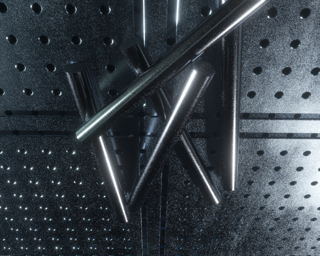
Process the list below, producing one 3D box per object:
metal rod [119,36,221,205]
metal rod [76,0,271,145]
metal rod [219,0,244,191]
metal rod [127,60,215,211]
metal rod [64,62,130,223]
[{"bbox_3d":[0.028,0.012,0.422,0.025,0.025,0.299,-19,128,15],"label":"metal rod"},{"bbox_3d":[0.015,-0.069,0.319,0.299,0.025,0.025,-36,122,26],"label":"metal rod"},{"bbox_3d":[0.089,-0.023,0.393,0.025,0.025,0.298,-6,130,5],"label":"metal rod"},{"bbox_3d":[0.000,0.035,0.414,0.025,0.025,0.298,13,137,-11],"label":"metal rod"},{"bbox_3d":[-0.080,0.044,0.447,0.025,0.025,0.298,-5,130,4],"label":"metal rod"}]
